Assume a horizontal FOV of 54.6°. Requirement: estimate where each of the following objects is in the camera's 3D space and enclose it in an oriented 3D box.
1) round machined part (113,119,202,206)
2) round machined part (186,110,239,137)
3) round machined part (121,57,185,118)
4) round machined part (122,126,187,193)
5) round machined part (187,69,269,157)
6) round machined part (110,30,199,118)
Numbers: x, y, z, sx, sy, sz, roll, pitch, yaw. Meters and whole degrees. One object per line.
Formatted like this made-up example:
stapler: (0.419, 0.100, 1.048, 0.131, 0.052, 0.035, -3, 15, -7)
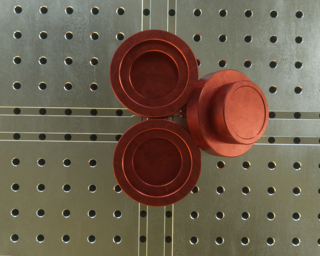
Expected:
round machined part: (-0.003, 0.038, 0.362, 0.099, 0.042, 0.097, 0, 90, 0)
round machined part: (0.085, -0.017, 0.406, 0.099, 0.042, 0.097, 0, 90, 0)
round machined part: (-0.005, -0.061, 0.406, 0.099, 0.042, 0.097, 0, 90, 0)
round machined part: (-0.004, 0.038, 0.405, 0.099, 0.042, 0.097, 0, 90, 0)
round machined part: (0.081, -0.016, 0.342, 0.099, 0.042, 0.097, 0, 89, -32)
round machined part: (-0.006, -0.060, 0.362, 0.099, 0.042, 0.097, 0, 90, 0)
